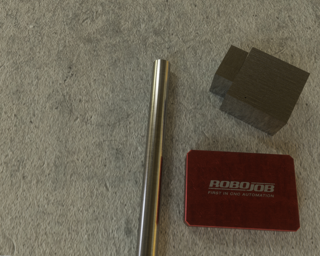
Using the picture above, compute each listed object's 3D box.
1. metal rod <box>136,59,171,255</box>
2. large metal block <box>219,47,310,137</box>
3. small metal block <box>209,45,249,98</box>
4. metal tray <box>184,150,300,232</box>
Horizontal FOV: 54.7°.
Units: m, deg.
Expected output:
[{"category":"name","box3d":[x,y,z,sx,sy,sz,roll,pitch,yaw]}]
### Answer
[{"category":"metal rod","box3d":[-0.008,0.049,0.390,0.025,0.025,0.299,4,70,1]},{"category":"large metal block","box3d":[0.137,-0.048,0.414,0.080,0.050,0.080,29,72,9]},{"category":"small metal block","box3d":[0.093,-0.076,0.424,0.025,0.050,0.050,28,72,9]},{"category":"metal tray","box3d":[0.096,0.077,0.379,0.131,0.030,0.090,3,70,0]}]
